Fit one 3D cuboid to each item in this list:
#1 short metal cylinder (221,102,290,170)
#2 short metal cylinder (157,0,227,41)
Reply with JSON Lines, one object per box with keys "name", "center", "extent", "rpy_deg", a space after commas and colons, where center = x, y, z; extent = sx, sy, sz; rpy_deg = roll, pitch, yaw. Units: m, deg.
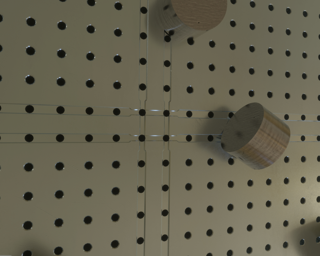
{"name": "short metal cylinder", "center": [0.132, 0.011, 0.434], "extent": [0.050, 0.080, 0.080], "rpy_deg": [33, 79, -18]}
{"name": "short metal cylinder", "center": [0.042, -0.164, 0.416], "extent": [0.081, 0.050, 0.079], "rpy_deg": [0, 90, -21]}
